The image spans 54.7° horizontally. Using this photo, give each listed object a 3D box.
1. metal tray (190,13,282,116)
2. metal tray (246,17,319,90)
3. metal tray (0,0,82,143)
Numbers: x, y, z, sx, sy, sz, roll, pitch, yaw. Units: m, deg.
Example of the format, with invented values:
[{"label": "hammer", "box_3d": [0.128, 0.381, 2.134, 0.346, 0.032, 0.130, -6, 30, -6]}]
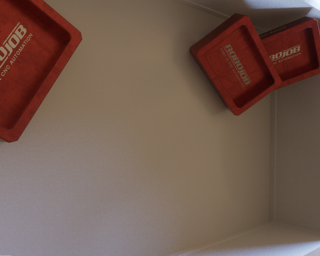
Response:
[{"label": "metal tray", "box_3d": [0.117, -0.093, 0.470, 0.090, 0.030, 0.130, -37, 118, 5]}, {"label": "metal tray", "box_3d": [0.192, -0.113, 0.505, 0.030, 0.130, 0.090, -92, 159, -64]}, {"label": "metal tray", "box_3d": [-0.142, -0.063, 0.283, 0.090, 0.030, 0.130, 38, 67, -33]}]
